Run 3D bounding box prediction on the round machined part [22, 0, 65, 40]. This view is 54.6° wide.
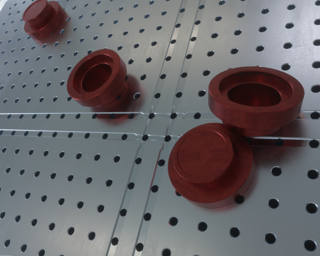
[{"bbox_3d":[-0.266,-0.249,0.692,0.098,0.042,0.098,-13,56,21],"label":"round machined part"}]

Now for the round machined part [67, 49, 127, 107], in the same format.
[{"bbox_3d":[-0.095,-0.075,0.495,0.098,0.042,0.098,-13,56,21],"label":"round machined part"}]

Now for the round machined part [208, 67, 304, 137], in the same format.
[{"bbox_3d":[0.103,-0.027,0.343,0.098,0.042,0.098,-3,37,3],"label":"round machined part"}]

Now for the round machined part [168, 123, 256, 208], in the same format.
[{"bbox_3d":[0.053,0.036,0.348,0.098,0.042,0.098,-13,56,21],"label":"round machined part"}]
